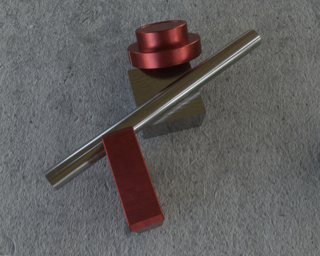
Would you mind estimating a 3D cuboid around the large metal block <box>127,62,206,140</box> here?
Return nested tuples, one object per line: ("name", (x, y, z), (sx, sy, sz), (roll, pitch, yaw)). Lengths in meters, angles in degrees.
("large metal block", (0.007, -0.038, 0.409), (0.081, 0.050, 0.080), (-14, 71, -5))

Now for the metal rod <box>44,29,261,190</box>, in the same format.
("metal rod", (0.002, -0.029, 0.365), (0.301, 0.025, 0.025), (-36, 74, -13))

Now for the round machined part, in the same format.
("round machined part", (0.004, -0.115, 0.412), (0.099, 0.042, 0.098), (-8, 28, 5))

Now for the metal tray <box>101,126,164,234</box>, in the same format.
("metal tray", (-0.025, 0.062, 0.329), (0.030, 0.130, 0.090), (-18, 71, -7))
